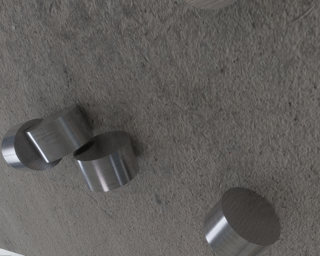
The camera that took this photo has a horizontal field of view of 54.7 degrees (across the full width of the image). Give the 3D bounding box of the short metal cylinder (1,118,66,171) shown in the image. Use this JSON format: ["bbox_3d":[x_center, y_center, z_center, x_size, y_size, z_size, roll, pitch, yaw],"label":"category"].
[{"bbox_3d":[-0.198,0.028,0.488,0.050,0.080,0.080,-10,114,44],"label":"short metal cylinder"}]

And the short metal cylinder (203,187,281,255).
[{"bbox_3d":[0.103,0.123,0.393,0.080,0.080,0.050,32,129,7],"label":"short metal cylinder"}]

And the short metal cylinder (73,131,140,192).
[{"bbox_3d":[-0.075,0.045,0.439,0.080,0.080,0.050,-2,117,29],"label":"short metal cylinder"}]

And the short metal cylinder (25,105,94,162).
[{"bbox_3d":[-0.145,0.007,0.452,0.080,0.080,0.050,-15,111,34],"label":"short metal cylinder"}]

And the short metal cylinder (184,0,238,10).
[{"bbox_3d":[0.052,-0.150,0.271,0.080,0.050,0.079,13,124,21],"label":"short metal cylinder"}]
